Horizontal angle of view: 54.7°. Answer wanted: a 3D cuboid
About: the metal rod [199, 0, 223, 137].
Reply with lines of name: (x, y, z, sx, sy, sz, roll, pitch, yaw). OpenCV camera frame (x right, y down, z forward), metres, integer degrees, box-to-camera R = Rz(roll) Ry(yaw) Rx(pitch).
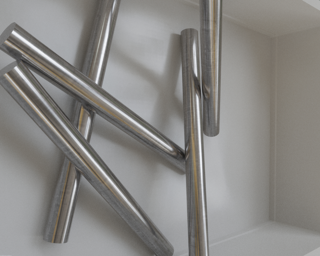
metal rod: (0.061, -0.100, 0.370, 0.025, 0.025, 0.298, -45, 145, -30)

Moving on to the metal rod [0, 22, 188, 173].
metal rod: (-0.036, -0.007, 0.350, 0.301, 0.025, 0.025, 38, 67, -42)

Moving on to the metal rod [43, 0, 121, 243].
metal rod: (-0.080, -0.031, 0.339, 0.025, 0.025, 0.299, 18, 79, -39)

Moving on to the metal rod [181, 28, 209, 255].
metal rod: (0.045, 0.010, 0.409, 0.025, 0.025, 0.299, 10, 74, -40)

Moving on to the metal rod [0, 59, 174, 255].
metal rod: (-0.057, 0.059, 0.331, 0.025, 0.025, 0.299, -51, 128, -27)
